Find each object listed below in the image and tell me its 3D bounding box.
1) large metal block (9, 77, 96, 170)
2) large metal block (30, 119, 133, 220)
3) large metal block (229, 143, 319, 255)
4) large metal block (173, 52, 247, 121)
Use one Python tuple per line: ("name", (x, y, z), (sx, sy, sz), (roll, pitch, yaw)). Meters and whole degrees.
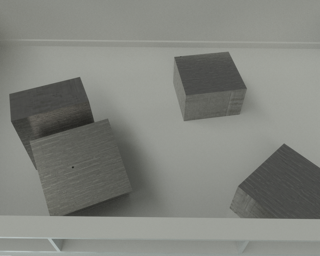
("large metal block", (-0.122, -0.005, 0.369), (0.081, 0.080, 0.050), (-17, 45, -14))
("large metal block", (-0.082, 0.045, 0.332), (0.081, 0.050, 0.080), (-17, 77, -14))
("large metal block", (0.134, 0.076, 0.326), (0.080, 0.050, 0.080), (-35, 58, -26))
("large metal block", (0.066, -0.060, 0.440), (0.081, 0.050, 0.080), (-7, 50, -6))
